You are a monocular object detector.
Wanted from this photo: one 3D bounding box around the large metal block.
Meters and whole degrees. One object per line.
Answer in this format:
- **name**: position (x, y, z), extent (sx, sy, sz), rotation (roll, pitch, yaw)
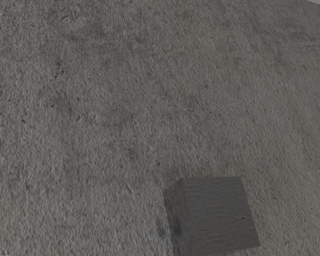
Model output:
- **large metal block**: position (0.057, 0.103, 0.355), extent (0.081, 0.050, 0.080), rotation (4, 60, -26)
